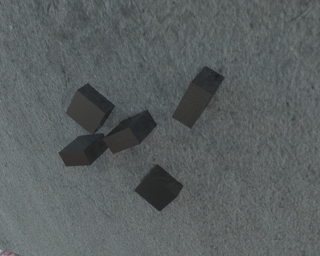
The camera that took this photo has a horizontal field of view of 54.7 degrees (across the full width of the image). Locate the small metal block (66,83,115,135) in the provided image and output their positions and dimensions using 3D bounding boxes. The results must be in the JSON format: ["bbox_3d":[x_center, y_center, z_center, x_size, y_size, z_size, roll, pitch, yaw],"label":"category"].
[{"bbox_3d":[-0.100,-0.026,0.441,0.050,0.025,0.050,40,129,1],"label":"small metal block"}]

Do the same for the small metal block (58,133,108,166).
[{"bbox_3d":[-0.114,0.033,0.469,0.050,0.050,0.025,-7,115,31],"label":"small metal block"}]

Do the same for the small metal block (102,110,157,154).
[{"bbox_3d":[-0.040,0.005,0.413,0.050,0.050,0.025,-22,107,36],"label":"small metal block"}]

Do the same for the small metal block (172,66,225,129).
[{"bbox_3d":[0.043,-0.035,0.346,0.025,0.050,0.050,33,129,6],"label":"small metal block"}]

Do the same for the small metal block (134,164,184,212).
[{"bbox_3d":[-0.002,0.090,0.462,0.050,0.025,0.050,40,129,0],"label":"small metal block"}]
